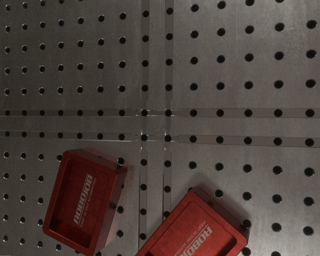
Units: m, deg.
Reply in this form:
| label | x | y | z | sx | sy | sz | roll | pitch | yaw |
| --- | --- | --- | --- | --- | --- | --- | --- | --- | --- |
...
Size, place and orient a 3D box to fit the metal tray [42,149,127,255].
| label | x | y | z | sx | sy | sz | roll | pitch | yaw |
| --- | --- | --- | --- | --- | --- | --- | --- | --- | --- |
| metal tray | -0.110 | 0.105 | 0.447 | 0.090 | 0.030 | 0.129 | 19 | 96 | 18 |

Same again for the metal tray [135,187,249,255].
| label | x | y | z | sx | sy | sz | roll | pitch | yaw |
| --- | --- | --- | --- | --- | --- | --- | --- | --- | --- |
| metal tray | 0.038 | 0.153 | 0.395 | 0.090 | 0.030 | 0.130 | 40 | 102 | 15 |
